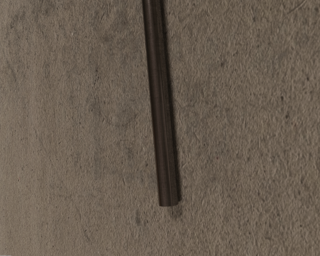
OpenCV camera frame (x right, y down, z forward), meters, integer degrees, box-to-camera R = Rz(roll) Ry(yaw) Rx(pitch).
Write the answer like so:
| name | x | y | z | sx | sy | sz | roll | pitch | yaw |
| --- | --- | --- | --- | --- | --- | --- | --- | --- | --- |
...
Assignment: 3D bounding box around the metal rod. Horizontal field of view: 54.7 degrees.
| name | x | y | z | sx | sy | sz | roll | pitch | yaw |
| --- | --- | --- | --- | --- | --- | --- | --- | --- | --- |
| metal rod | -0.002 | -0.051 | 0.404 | 0.025 | 0.025 | 0.298 | -8 | 85 | 39 |
